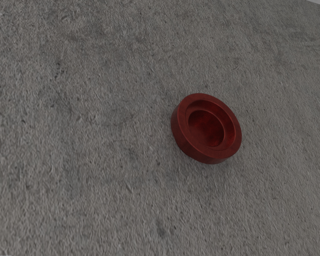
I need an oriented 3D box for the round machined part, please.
[{"bbox_3d":[0.058,0.004,0.421,0.099,0.042,0.098,13,56,-21],"label":"round machined part"}]
